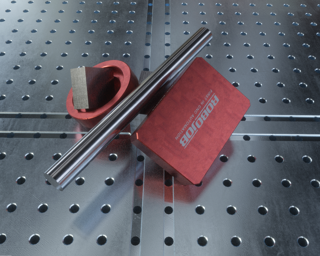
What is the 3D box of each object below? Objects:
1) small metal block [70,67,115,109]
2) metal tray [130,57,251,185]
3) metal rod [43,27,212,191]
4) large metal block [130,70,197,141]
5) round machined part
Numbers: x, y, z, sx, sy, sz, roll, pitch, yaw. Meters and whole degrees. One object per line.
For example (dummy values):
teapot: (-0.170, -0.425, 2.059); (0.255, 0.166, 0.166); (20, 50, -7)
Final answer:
small metal block: (-0.084, -0.051, 0.397); (0.025, 0.050, 0.050); (-1, 6, 33)
metal tray: (0.039, -0.009, 0.369); (0.090, 0.030, 0.130); (40, 70, -8)
metal rod: (-0.018, -0.043, 0.378); (0.025, 0.025, 0.301); (28, 55, 21)
large metal block: (0.008, -0.028, 0.415); (0.080, 0.050, 0.080); (7, 50, 5)
round machined part: (-0.071, -0.040, 0.412); (0.098, 0.042, 0.098); (-15, 50, 20)
